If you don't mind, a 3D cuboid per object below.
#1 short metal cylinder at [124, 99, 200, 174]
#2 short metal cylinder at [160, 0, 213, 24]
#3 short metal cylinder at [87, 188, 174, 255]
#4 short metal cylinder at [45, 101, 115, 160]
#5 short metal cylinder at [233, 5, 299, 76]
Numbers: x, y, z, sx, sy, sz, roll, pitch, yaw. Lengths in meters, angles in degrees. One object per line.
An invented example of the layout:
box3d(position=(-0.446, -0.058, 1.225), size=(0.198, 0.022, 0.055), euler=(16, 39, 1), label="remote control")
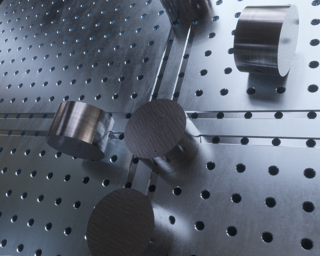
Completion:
box3d(position=(0.004, 0.011, 0.383), size=(0.080, 0.050, 0.080), euler=(-13, 56, 20), label="short metal cylinder")
box3d(position=(0.041, -0.217, 0.503), size=(0.080, 0.050, 0.080), euler=(-13, 56, 20), label="short metal cylinder")
box3d(position=(-0.032, 0.112, 0.339), size=(0.080, 0.050, 0.080), euler=(-13, 56, 20), label="short metal cylinder")
box3d(position=(-0.108, 0.006, 0.424), size=(0.080, 0.080, 0.050), euler=(-1, 61, 27), label="short metal cylinder")
box3d(position=(0.128, -0.104, 0.369), size=(0.050, 0.080, 0.080), euler=(14, 69, 33), label="short metal cylinder")
